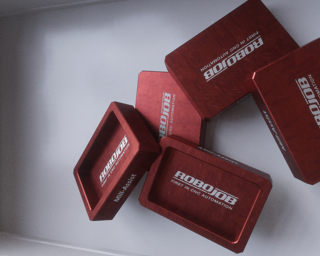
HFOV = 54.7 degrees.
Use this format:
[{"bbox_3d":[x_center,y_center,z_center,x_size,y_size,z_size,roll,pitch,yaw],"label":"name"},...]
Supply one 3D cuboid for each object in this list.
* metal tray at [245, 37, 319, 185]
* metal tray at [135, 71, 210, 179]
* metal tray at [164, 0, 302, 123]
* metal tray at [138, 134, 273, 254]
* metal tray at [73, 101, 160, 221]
[{"bbox_3d":[0.160,-0.018,0.324,0.090,0.030,0.130,-28,93,1],"label":"metal tray"},{"bbox_3d":[0.013,-0.006,0.403,0.090,0.030,0.129,7,92,19],"label":"metal tray"},{"bbox_3d":[0.083,-0.078,0.361,0.130,0.030,0.090,-34,79,1],"label":"metal tray"},{"bbox_3d":[0.050,0.072,0.358,0.130,0.030,0.089,23,100,16],"label":"metal tray"},{"bbox_3d":[-0.061,0.043,0.395,0.129,0.030,0.090,-56,46,24],"label":"metal tray"}]
